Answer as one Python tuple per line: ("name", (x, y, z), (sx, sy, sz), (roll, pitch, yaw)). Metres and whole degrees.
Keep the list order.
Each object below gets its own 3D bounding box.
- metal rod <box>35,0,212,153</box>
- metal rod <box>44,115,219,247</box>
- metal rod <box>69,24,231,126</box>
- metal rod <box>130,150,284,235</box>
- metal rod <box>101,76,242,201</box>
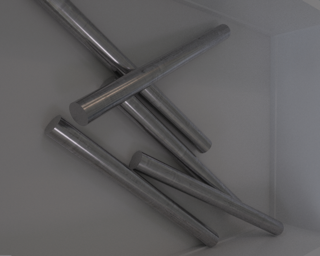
("metal rod", (-0.028, -0.058, 0.382), (0.300, 0.025, 0.025), (42, 65, -32))
("metal rod", (-0.015, 0.083, 0.393), (0.300, 0.025, 0.025), (43, 64, -32))
("metal rod", (0.012, -0.082, 0.390), (0.302, 0.025, 0.025), (-38, 114, -42))
("metal rod", (0.085, 0.105, 0.454), (0.301, 0.025, 0.025), (30, 71, -29))
("metal rod", (0.032, 0.038, 0.433), (0.300, 0.025, 0.025), (44, 64, -31))
